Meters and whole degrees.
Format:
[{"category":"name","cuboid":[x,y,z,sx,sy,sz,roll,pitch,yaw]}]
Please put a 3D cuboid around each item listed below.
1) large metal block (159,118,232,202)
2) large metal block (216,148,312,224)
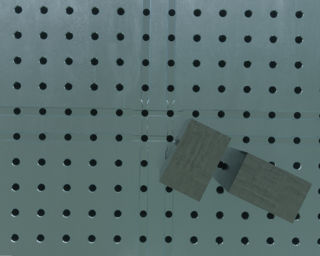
[{"category":"large metal block","cuboid":[0.040,0.036,0.386,0.050,0.080,0.080,27,90,0]},{"category":"large metal block","cuboid":[0.124,0.067,0.387,0.080,0.080,0.050,26,90,0]}]
